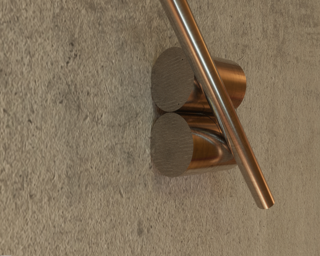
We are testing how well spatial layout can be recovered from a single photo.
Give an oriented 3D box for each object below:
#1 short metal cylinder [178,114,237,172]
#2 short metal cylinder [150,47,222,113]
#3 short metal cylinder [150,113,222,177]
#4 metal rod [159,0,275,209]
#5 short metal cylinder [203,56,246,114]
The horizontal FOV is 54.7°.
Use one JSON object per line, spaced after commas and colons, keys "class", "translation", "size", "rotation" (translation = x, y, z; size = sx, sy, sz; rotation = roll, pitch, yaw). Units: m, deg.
{"class": "short metal cylinder", "translation": [0.070, 0.021, 0.430], "size": [0.050, 0.080, 0.080], "rotation": [1, 90, -40]}
{"class": "short metal cylinder", "translation": [0.032, -0.059, 0.398], "size": [0.050, 0.080, 0.080], "rotation": [1, 90, -40]}
{"class": "short metal cylinder", "translation": [0.031, 0.021, 0.397], "size": [0.050, 0.080, 0.080], "rotation": [1, 90, -40]}
{"class": "metal rod", "translation": [0.076, -0.018, 0.366], "size": [0.025, 0.025, 0.299], "rotation": [-44, 117, -31]}
{"class": "short metal cylinder", "translation": [0.071, -0.059, 0.430], "size": [0.050, 0.080, 0.080], "rotation": [1, 90, -40]}
